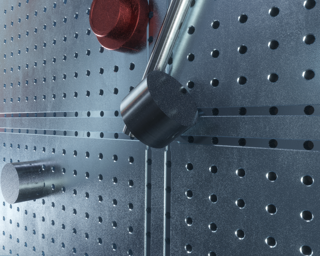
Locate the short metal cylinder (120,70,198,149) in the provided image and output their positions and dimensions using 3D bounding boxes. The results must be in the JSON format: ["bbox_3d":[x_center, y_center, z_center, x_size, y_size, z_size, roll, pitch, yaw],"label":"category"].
[{"bbox_3d":[0.000,-0.022,0.374,0.050,0.081,0.080,-40,66,33],"label":"short metal cylinder"}]

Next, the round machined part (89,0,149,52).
[{"bbox_3d":[-0.066,-0.164,0.453,0.098,0.042,0.097,0,90,40],"label":"round machined part"}]

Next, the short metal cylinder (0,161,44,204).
[{"bbox_3d":[-0.277,0.108,0.623,0.080,0.050,0.080,0,90,40],"label":"short metal cylinder"}]

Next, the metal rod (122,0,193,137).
[{"bbox_3d":[0.013,-0.124,0.398,0.025,0.025,0.298,35,111,34],"label":"metal rod"}]
